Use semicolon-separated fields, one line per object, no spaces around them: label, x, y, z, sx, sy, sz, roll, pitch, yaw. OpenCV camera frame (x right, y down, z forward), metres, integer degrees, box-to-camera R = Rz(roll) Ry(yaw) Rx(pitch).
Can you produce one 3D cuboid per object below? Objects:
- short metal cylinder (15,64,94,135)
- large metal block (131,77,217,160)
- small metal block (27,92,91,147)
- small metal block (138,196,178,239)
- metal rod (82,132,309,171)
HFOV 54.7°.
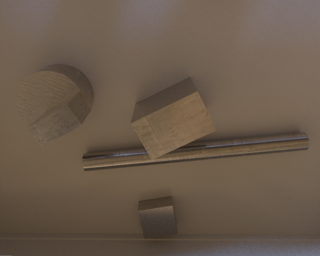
short metal cylinder;-0.127;-0.035;0.383;0.081;0.050;0.079;0;110;-1
large metal block;0.015;-0.015;0.377;0.080;0.080;0.050;-25;108;9
small metal block;-0.108;-0.010;0.339;0.050;0.050;0.025;-29;108;10
small metal block;-0.003;0.133;0.460;0.050;0.025;0.050;-10;110;3
metal rod;0.047;0.033;0.424;0.302;0.025;0.025;-6;110;1
